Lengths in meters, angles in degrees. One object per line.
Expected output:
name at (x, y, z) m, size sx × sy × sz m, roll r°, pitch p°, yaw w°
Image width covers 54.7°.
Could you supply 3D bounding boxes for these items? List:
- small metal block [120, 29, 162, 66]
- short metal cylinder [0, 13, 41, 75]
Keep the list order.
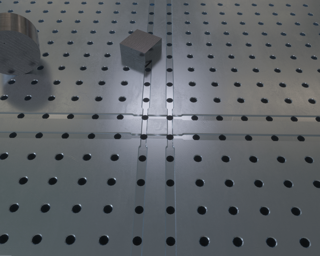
small metal block at (-0.032, -0.137, 0.522) m, size 0.050 × 0.025 × 0.050 m, roll 26°, pitch 55°, yaw 20°
short metal cylinder at (-0.229, -0.129, 0.478) m, size 0.081 × 0.080 × 0.050 m, roll -14°, pitch 52°, yaw -11°
